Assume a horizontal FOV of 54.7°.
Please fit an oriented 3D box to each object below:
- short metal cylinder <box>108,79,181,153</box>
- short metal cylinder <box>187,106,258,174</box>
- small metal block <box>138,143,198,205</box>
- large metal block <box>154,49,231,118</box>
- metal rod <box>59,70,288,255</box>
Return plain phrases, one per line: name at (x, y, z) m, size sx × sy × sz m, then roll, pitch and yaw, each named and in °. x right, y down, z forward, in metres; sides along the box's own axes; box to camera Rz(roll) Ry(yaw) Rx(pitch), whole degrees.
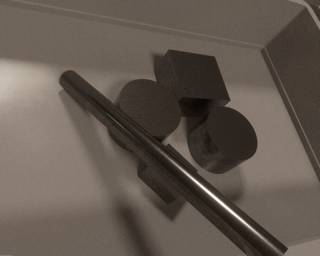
short metal cylinder at (-0.021, -0.014, 0.389) m, size 0.081 × 0.050 × 0.080 m, roll 14°, pitch 56°, yaw -21°
short metal cylinder at (0.086, 0.017, 0.427) m, size 0.081 × 0.050 × 0.080 m, roll 14°, pitch 56°, yaw -21°
small metal block at (0.010, 0.056, 0.379) m, size 0.050 × 0.025 × 0.050 m, roll 43°, pitch 51°, yaw 1°
large metal block at (0.045, -0.063, 0.454) m, size 0.081 × 0.050 × 0.080 m, roll 1°, pitch 61°, yaw -28°
metal rod at (-0.012, 0.020, 0.309) m, size 0.025 × 0.025 × 0.300 m, roll -25°, pitch 51°, yaw -37°
